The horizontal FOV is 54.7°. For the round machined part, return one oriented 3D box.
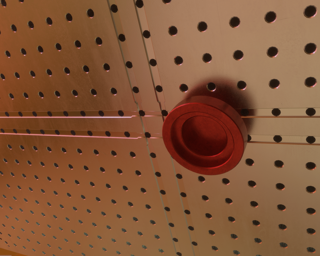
[{"bbox_3d":[0.056,0.005,0.373,0.098,0.042,0.097,13,124,20],"label":"round machined part"}]
